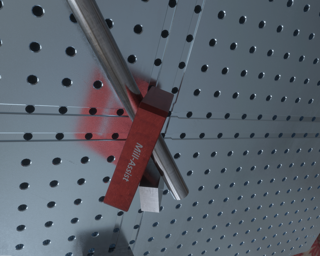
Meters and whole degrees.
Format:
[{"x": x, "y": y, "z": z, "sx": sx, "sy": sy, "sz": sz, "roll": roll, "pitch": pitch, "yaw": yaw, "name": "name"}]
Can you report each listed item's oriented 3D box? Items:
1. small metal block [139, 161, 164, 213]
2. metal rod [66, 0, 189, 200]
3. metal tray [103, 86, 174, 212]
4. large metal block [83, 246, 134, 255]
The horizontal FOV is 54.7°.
[{"x": -0.011, "y": 0.082, "z": 0.436, "sx": 0.025, "sy": 0.050, "sz": 0.050, "roll": 4, "pitch": 127, "yaw": 8, "name": "small metal block"}, {"x": -0.027, "y": -0.022, "z": 0.360, "sx": 0.025, "sy": 0.025, "sz": 0.299, "roll": -31, "pitch": 122, "yaw": -9, "name": "metal rod"}, {"x": -0.024, "y": 0.022, "z": 0.370, "sx": 0.030, "sy": 0.090, "sz": 0.129, "roll": 22, "pitch": 110, "yaw": -1, "name": "metal tray"}, {"x": -0.086, "y": 0.246, "z": 0.502, "sx": 0.081, "sy": 0.050, "sz": 0.079, "roll": 2, "pitch": 117, "yaw": -30, "name": "large metal block"}]
